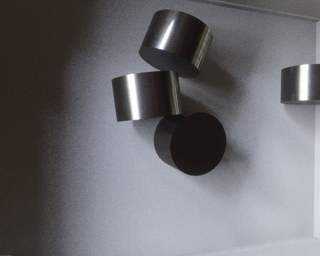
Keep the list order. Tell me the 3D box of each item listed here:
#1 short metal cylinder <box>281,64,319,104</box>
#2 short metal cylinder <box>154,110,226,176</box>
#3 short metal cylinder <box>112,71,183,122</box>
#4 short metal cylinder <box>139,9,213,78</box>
[{"bbox_3d":[0.224,-0.063,0.463,0.081,0.080,0.050,1,90,-20],"label":"short metal cylinder"},{"bbox_3d":[0.039,0.017,0.406,0.081,0.050,0.079,-3,98,-24],"label":"short metal cylinder"},{"bbox_3d":[-0.015,-0.037,0.376,0.081,0.080,0.050,-8,93,-20],"label":"short metal cylinder"},{"bbox_3d":[0.020,-0.103,0.388,0.080,0.080,0.050,23,82,-19],"label":"short metal cylinder"}]
